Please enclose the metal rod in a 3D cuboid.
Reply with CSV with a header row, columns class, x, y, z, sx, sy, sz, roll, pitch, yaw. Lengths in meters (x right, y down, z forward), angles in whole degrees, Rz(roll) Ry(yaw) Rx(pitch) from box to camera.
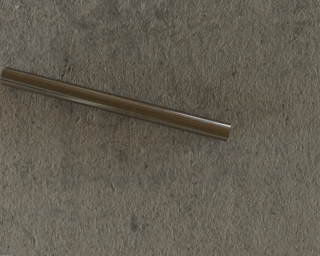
class,x,y,z,sx,sy,sz,roll,pitch,yaw
metal rod,-0.057,-0.031,0.409,0.301,0.025,0.025,14,90,0
